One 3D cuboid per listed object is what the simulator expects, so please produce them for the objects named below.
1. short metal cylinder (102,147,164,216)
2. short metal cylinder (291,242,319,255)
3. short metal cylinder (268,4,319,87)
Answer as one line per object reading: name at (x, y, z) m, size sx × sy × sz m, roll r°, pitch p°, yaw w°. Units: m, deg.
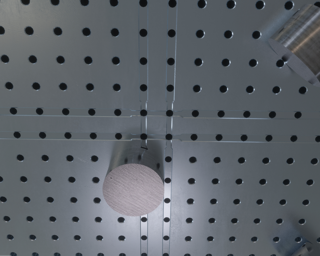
short metal cylinder at (-0.035, 0.073, 0.427) m, size 0.081 × 0.050 × 0.079 m, roll 0°, pitch 110°, yaw 0°
short metal cylinder at (0.235, 0.222, 0.468) m, size 0.080 × 0.080 × 0.050 m, roll 35°, pitch 106°, yaw -12°
short metal cylinder at (0.171, -0.092, 0.351) m, size 0.080 × 0.080 × 0.050 m, roll 41°, pitch 105°, yaw -14°
